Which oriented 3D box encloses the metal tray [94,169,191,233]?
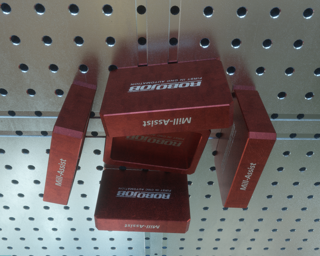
[{"bbox_3d":[-0.024,0.106,0.459,0.131,0.090,0.030,3,130,-2],"label":"metal tray"}]

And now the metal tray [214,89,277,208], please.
[{"bbox_3d":[0.101,0.028,0.393,0.030,0.090,0.129,3,130,-3],"label":"metal tray"}]

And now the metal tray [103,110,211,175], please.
[{"bbox_3d":[-0.007,0.016,0.421,0.131,0.030,0.089,8,130,-8],"label":"metal tray"}]

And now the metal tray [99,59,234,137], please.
[{"bbox_3d":[0.007,-0.035,0.338,0.131,0.090,0.030,-5,130,4],"label":"metal tray"}]

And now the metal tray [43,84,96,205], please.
[{"bbox_3d":[-0.113,0.022,0.387,0.030,0.090,0.129,14,129,-11],"label":"metal tray"}]
